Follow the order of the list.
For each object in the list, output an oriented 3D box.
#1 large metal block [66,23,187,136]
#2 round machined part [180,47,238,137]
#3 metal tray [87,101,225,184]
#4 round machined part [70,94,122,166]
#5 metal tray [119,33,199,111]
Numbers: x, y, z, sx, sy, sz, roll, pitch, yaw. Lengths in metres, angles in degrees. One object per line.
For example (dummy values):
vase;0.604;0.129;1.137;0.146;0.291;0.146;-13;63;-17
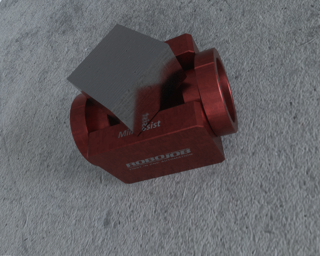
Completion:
large metal block;-0.034;-0.052;0.319;0.080;0.050;0.080;34;80;38
round machined part;0.055;-0.037;0.352;0.042;0.098;0.098;-15;56;20
metal tray;-0.003;0.022;0.348;0.130;0.090;0.030;-16;56;18
round machined part;-0.066;-0.003;0.393;0.042;0.098;0.098;-15;56;20
metal tray;-0.005;-0.060;0.403;0.130;0.090;0.030;-17;55;18
